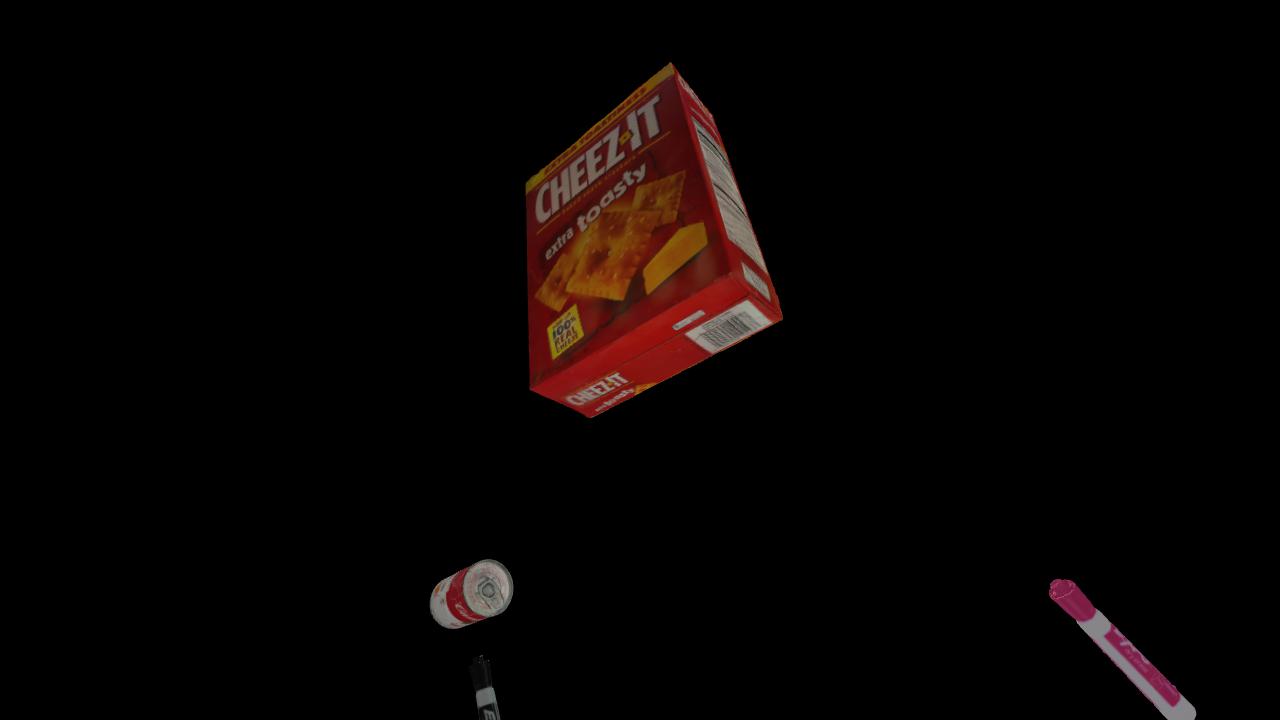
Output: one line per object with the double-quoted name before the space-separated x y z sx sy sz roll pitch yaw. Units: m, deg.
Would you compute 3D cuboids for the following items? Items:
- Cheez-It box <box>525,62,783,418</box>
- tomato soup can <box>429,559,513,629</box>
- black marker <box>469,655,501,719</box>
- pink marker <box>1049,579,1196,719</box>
"Cheez-It box" -0.006 -0.091 0.459 0.166 0.223 0.071 -29 -39 27
"tomato soup can" -0.214 0.296 0.775 0.068 0.068 0.101 0 -26 -45
"black marker" -0.133 0.329 0.551 0.020 0.121 0.020 -17 -27 -9
"pink marker" 0.332 0.200 0.426 0.020 0.121 0.020 -43 -3 -3
